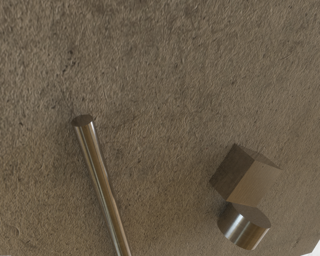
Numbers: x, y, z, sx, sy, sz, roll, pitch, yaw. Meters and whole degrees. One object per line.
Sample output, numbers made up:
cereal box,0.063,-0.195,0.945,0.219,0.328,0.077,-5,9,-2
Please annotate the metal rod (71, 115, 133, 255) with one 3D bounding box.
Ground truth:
metal rod,-0.071,0.113,0.437,0.025,0.025,0.298,-20,126,-17

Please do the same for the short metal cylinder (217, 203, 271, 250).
short metal cylinder,0.151,0.172,0.561,0.081,0.080,0.050,17,109,-35

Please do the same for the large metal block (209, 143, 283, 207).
large metal block,0.143,0.081,0.519,0.080,0.050,0.080,20,108,-36
